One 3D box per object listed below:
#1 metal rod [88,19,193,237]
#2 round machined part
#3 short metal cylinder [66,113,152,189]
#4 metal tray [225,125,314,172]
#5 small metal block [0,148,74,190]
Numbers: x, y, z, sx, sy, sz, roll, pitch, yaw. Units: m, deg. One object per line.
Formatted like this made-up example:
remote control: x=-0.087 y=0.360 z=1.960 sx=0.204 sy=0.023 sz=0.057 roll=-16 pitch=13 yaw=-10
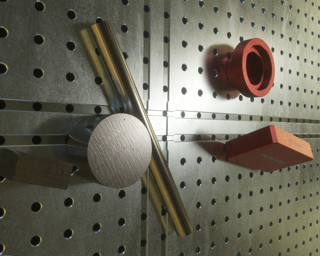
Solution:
metal rod: x=-0.017 y=0.014 z=0.396 sx=0.025 sy=0.025 sz=0.298 roll=-34 pitch=111 yaw=-35
round machined part: x=0.151 y=-0.100 z=0.528 sx=0.099 sy=0.042 sz=0.097 roll=0 pitch=90 yaw=-40
short metal cylinder: x=-0.056 y=0.024 z=0.347 sx=0.081 sy=0.050 sz=0.079 roll=0 pitch=90 yaw=-40
metal tray: x=0.185 y=0.039 z=0.521 sx=0.131 sy=0.090 sz=0.030 roll=19 pitch=57 yaw=-39
small metal block: x=-0.119 y=0.039 z=0.294 sx=0.050 sy=0.050 sz=0.025 roll=21 pitch=77 yaw=-39
